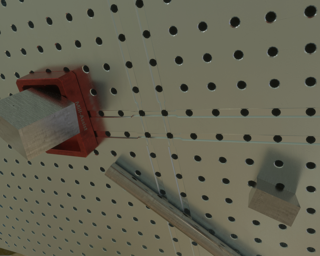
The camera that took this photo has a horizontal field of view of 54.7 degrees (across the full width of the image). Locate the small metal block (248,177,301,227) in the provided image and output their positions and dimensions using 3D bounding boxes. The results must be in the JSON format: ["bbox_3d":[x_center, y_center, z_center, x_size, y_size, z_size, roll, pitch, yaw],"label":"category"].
[{"bbox_3d":[0.136,0.087,0.373,0.050,0.050,0.025,23,102,13],"label":"small metal block"}]

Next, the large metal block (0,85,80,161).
[{"bbox_3d":[-0.171,-0.012,0.425,0.080,0.081,0.050,28,134,31],"label":"large metal block"}]

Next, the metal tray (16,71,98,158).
[{"bbox_3d":[-0.156,-0.019,0.475,0.090,0.030,0.129,3,120,26],"label":"metal tray"}]

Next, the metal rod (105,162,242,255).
[{"bbox_3d":[0.042,0.152,0.481,0.301,0.025,0.025,36,129,4],"label":"metal rod"}]
